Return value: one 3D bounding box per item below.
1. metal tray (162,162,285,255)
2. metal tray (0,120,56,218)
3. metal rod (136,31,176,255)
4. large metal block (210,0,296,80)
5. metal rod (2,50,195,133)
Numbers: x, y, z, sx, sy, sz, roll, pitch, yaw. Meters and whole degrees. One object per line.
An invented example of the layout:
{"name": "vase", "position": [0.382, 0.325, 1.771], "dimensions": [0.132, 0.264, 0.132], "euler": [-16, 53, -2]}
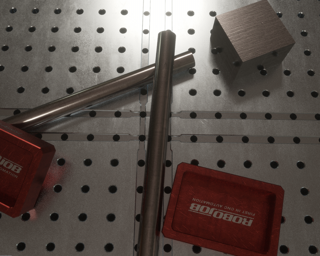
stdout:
{"name": "metal tray", "position": [0.075, 0.101, 0.373], "dimensions": [0.131, 0.030, 0.090], "euler": [13, 70, 4]}
{"name": "metal tray", "position": [-0.203, 0.038, 0.373], "dimensions": [0.130, 0.030, 0.090], "euler": [24, 97, 8]}
{"name": "metal rod", "position": [-0.003, 0.017, 0.389], "dimensions": [0.025, 0.025, 0.299], "euler": [5, 76, 1]}
{"name": "large metal block", "position": [0.130, -0.127, 0.447], "dimensions": [0.080, 0.050, 0.080], "euler": [-21, 72, -8]}
{"name": "metal rod", "position": [-0.093, -0.044, 0.426], "dimensions": [0.302, 0.025, 0.025], "euler": [-22, 72, -8]}
